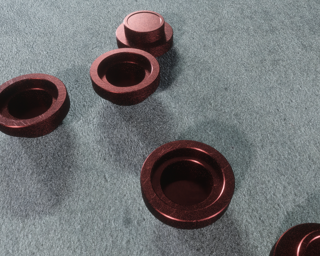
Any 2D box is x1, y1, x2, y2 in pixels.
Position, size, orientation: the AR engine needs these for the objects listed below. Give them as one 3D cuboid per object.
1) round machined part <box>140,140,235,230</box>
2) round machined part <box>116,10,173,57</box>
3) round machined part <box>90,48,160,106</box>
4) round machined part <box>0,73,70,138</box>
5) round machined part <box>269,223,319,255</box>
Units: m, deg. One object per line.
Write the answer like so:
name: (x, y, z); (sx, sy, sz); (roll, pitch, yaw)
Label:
round machined part: (0.029, 0.064, 0.338); (0.099, 0.042, 0.098); (0, 50, 0)
round machined part: (-0.026, -0.166, 0.531); (0.099, 0.042, 0.098); (0, 50, 0)
round machined part: (-0.049, -0.070, 0.450); (0.099, 0.042, 0.098); (0, 50, 0)
round machined part: (-0.169, -0.025, 0.412); (0.099, 0.042, 0.098); (0, 50, 0)
round machined part: (0.153, 0.133, 0.281); (0.099, 0.042, 0.098); (0, 50, 0)
